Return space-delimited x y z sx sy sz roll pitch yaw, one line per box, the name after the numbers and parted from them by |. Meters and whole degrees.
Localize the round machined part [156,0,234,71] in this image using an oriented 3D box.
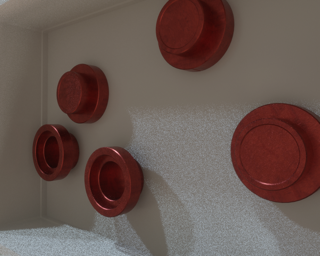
0.034 -0.118 0.368 0.098 0.042 0.097 0 90 40 | round machined part

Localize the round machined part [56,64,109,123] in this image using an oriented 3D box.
-0.132 -0.056 0.505 0.098 0.042 0.097 0 90 40 | round machined part

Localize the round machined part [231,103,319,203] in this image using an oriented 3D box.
0.113 0.024 0.302 0.098 0.042 0.097 0 90 40 | round machined part

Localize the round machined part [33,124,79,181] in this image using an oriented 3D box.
-0.179 0.042 0.544 0.098 0.042 0.097 0 90 40 | round machined part

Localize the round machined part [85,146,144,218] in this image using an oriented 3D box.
-0.062 0.075 0.447 0.098 0.042 0.097 0 90 40 | round machined part
